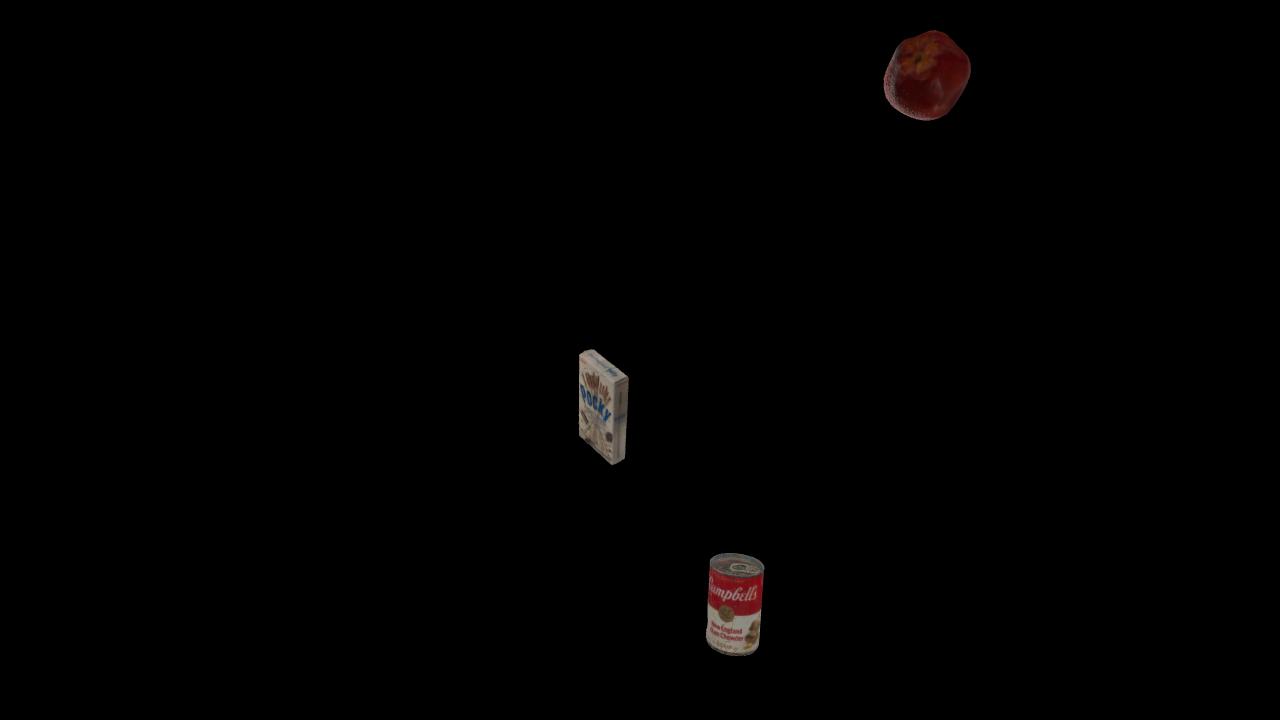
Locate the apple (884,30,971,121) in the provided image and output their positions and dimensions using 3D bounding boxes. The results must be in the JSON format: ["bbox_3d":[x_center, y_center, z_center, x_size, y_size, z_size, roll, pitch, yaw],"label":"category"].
[{"bbox_3d":[0.281,-0.277,0.604,0.079,0.079,0.093,0,-1,28],"label":"apple"}]

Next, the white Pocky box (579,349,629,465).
[{"bbox_3d":[-0.053,0.069,0.874,0.028,0.154,0.084,-24,44,-33],"label":"white Pocky box"}]

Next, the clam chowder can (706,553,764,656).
[{"bbox_3d":[0.117,0.301,0.763,0.068,0.102,0.068,2,5,0],"label":"clam chowder can"}]
